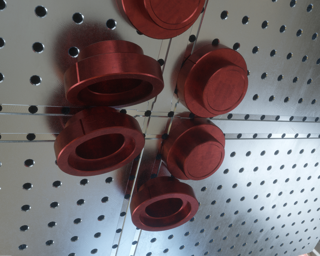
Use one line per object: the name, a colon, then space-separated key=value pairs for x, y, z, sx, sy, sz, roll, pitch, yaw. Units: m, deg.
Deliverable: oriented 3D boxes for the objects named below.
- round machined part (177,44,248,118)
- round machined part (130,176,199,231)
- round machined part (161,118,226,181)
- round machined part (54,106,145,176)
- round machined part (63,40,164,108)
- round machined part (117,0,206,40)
round machined part: x=0.075 y=-0.056 z=0.406 sx=0.099 sy=0.042 sz=0.097 roll=-14 pitch=124 yaw=-21
round machined part: x=0.004 y=0.108 z=0.457 sx=0.099 sy=0.042 sz=0.097 roll=-8 pitch=134 yaw=-8
round machined part: x=0.055 y=0.037 z=0.452 sx=0.099 sy=0.042 sz=0.097 roll=-14 pitch=124 yaw=-21
round machined part: x=-0.070 y=0.012 z=0.354 sx=0.099 sy=0.042 sz=0.098 roll=-18 pitch=149 yaw=-11
round machined part: x=-0.048 y=-0.055 z=0.317 sx=0.099 sy=0.042 sz=0.098 roll=-9 pitch=167 yaw=-2
round machined part: x=0.007 y=-0.139 z=0.318 sx=0.099 sy=0.042 sz=0.097 roll=-14 pitch=124 yaw=-21
